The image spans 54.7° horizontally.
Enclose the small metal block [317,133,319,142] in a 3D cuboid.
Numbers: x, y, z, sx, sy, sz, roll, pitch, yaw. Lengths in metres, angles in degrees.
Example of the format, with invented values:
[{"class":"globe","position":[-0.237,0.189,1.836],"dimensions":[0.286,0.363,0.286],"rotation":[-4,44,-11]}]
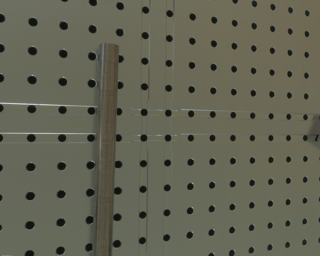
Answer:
[{"class":"small metal block","position":[0.301,0.011,0.524],"dimensions":[0.050,0.025,0.050],"rotation":[30,80,-18]}]

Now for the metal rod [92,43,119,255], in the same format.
[{"class":"metal rod","position":[-0.069,0.046,0.387],"dimensions":[0.025,0.025,0.298],"rotation":[2,89,-20]}]
